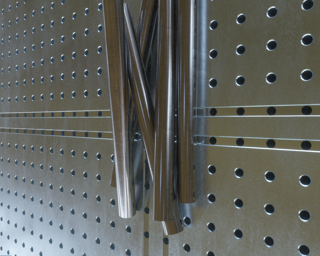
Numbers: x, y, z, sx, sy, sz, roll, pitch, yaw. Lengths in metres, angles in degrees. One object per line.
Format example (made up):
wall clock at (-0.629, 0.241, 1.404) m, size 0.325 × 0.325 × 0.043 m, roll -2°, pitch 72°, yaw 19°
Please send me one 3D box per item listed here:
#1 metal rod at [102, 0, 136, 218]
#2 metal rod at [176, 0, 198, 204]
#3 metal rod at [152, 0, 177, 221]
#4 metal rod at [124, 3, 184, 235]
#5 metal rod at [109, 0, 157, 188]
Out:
metal rod at (-0.052, -0.019, 0.404) m, size 0.025 × 0.025 × 0.298 m, roll 12°, pitch 112°, yaw 39°
metal rod at (0.033, -0.059, 0.380) m, size 0.025 × 0.025 × 0.298 m, roll 1°, pitch 91°, yaw 39°
metal rod at (0.007, -0.040, 0.382) m, size 0.025 × 0.025 × 0.298 m, roll -4°, pitch 82°, yaw 39°
metal rod at (-0.017, -0.014, 0.401) m, size 0.025 × 0.025 × 0.298 m, roll -16°, pitch 86°, yaw 38°
metal rod at (-0.034, -0.060, 0.435) m, size 0.025 × 0.025 × 0.298 m, roll 18°, pitch 101°, yaw 38°
